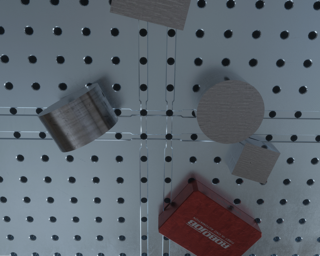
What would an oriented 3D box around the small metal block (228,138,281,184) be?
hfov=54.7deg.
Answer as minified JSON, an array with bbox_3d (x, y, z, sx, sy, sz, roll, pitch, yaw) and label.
[{"bbox_3d":[0.130,0.044,0.431,0.050,0.025,0.050,17,109,-7],"label":"small metal block"}]

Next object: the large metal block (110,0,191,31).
[{"bbox_3d":[-0.005,-0.159,0.341,0.081,0.050,0.079,13,110,-5],"label":"large metal block"}]

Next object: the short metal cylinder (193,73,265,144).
[{"bbox_3d":[0.084,-0.026,0.391,0.081,0.050,0.079,0,110,0],"label":"short metal cylinder"}]

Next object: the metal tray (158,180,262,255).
[{"bbox_3d":[0.074,0.149,0.466,0.130,0.030,0.090,35,106,-12],"label":"metal tray"}]

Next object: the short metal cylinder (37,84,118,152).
[{"bbox_3d":[-0.099,-0.014,0.378,0.080,0.080,0.050,-25,108,9],"label":"short metal cylinder"}]
